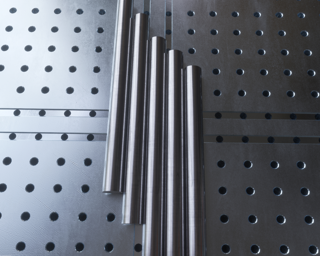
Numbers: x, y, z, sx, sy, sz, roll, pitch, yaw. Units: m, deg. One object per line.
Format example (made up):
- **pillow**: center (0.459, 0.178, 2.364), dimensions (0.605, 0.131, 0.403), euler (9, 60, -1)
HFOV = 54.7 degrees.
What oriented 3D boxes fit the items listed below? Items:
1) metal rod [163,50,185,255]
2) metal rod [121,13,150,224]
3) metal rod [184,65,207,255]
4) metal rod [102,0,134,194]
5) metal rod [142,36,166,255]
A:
- **metal rod**: center (0.019, 0.033, 0.399), dimensions (0.025, 0.025, 0.299), euler (1, 70, 0)
- **metal rod**: center (-0.030, -0.026, 0.420), dimensions (0.025, 0.025, 0.299), euler (1, 70, 0)
- **metal rod**: center (0.044, 0.057, 0.390), dimensions (0.025, 0.025, 0.299), euler (1, 70, 0)
- **metal rod**: center (-0.056, -0.061, 0.433), dimensions (0.025, 0.025, 0.299), euler (1, 70, 0)
- **metal rod**: center (-0.006, 0.012, 0.406), dimensions (0.025, 0.025, 0.299), euler (1, 70, 0)
